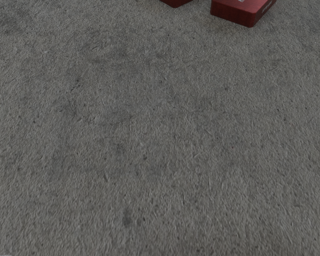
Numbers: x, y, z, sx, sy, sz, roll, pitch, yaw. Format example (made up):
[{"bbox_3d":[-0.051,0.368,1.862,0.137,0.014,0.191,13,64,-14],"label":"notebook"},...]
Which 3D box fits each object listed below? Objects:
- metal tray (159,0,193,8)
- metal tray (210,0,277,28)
[{"bbox_3d":[0.048,-0.306,0.657,0.131,0.030,0.090,-34,58,-25],"label":"metal tray"},{"bbox_3d":[0.170,-0.254,0.615,0.090,0.030,0.131,28,55,21],"label":"metal tray"}]
